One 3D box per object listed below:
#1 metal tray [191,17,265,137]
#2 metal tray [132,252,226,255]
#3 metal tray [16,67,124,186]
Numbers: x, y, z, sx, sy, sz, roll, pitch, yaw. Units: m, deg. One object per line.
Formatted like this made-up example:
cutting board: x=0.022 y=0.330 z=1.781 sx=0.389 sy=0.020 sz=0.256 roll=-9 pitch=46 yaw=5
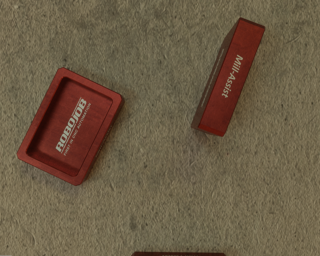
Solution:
metal tray: x=0.078 y=-0.056 z=0.377 sx=0.030 sy=0.090 sz=0.129 roll=21 pitch=90 yaw=0
metal tray: x=0.026 y=0.214 z=0.407 sx=0.131 sy=0.030 sz=0.089 roll=1 pitch=90 yaw=0
metal tray: x=-0.115 y=-0.002 z=0.406 sx=0.090 sy=0.030 sz=0.130 roll=26 pitch=90 yaw=0
